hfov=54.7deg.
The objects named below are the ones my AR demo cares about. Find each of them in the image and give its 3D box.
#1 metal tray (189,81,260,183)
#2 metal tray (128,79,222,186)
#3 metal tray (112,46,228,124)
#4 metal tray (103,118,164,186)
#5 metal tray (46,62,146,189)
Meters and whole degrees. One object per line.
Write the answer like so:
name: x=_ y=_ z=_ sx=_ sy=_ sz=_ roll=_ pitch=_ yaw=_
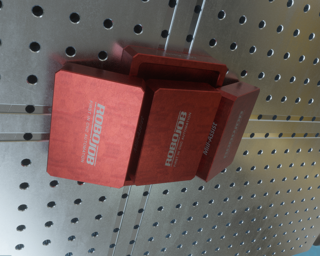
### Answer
metal tray: x=0.091 y=0.004 z=0.438 sx=0.091 sy=0.030 sz=0.129 roll=-21 pitch=132 yaw=-51
metal tray: x=0.015 y=0.008 z=0.383 sx=0.091 sy=0.030 sz=0.129 roll=-1 pitch=119 yaw=-29
metal tray: x=0.013 y=-0.047 z=0.387 sx=0.131 sy=0.030 sz=0.089 roll=0 pitch=119 yaw=-29
metal tray: x=-0.007 y=0.032 z=0.426 sx=0.131 sy=0.030 sz=0.089 roll=0 pitch=119 yaw=-29
metal tray: x=-0.073 y=0.001 z=0.347 sx=0.091 sy=0.030 sz=0.129 roll=12 pitch=115 yaw=-6
